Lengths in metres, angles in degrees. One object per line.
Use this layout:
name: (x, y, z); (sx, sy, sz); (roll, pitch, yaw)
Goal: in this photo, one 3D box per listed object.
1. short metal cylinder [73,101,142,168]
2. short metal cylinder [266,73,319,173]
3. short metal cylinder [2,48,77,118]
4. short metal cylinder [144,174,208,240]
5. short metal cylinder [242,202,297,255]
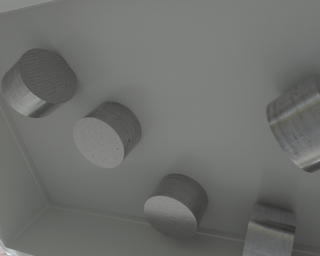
short metal cylinder: (-0.073, 0.009, 0.435); (0.080, 0.050, 0.079); (13, 124, 20)
short metal cylinder: (0.148, -0.004, 0.293); (0.080, 0.080, 0.050); (47, 129, -5)
short metal cylinder: (-0.162, -0.060, 0.419); (0.050, 0.080, 0.080); (-26, 104, 37)
short metal cylinder: (0.024, 0.114, 0.449); (0.080, 0.050, 0.079); (13, 124, 20)
short metal cylinder: (0.136, 0.139, 0.387); (0.050, 0.080, 0.079); (11, 123, 22)
